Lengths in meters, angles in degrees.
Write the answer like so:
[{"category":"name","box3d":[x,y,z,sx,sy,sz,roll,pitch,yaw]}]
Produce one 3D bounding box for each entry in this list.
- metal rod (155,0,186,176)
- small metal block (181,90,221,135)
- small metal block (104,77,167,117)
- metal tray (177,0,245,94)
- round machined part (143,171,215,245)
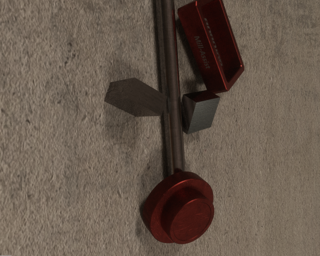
[{"category":"metal rod","box3d":[0.014,-0.060,0.418,0.025,0.025,0.298,-7,95,-40]},{"category":"small metal block","box3d":[0.053,-0.023,0.438,0.050,0.025,0.050,-15,130,-39]},{"category":"small metal block","box3d":[-0.029,-0.035,0.366,0.050,0.050,0.025,26,74,-37]},{"category":"metal tray","box3d":[0.080,-0.126,0.456,0.090,0.030,0.129,-47,119,-46]},{"category":"round machined part","box3d":[0.031,0.109,0.400,0.099,0.042,0.097,-14,118,-27]}]
